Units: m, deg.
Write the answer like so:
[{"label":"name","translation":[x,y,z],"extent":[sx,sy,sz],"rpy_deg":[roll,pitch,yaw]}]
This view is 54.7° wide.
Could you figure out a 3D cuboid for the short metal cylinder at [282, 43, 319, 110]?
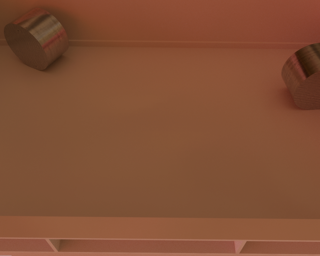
[{"label":"short metal cylinder","translation":[0.219,-0.071,0.432],"extent":[0.081,0.080,0.050],"rpy_deg":[-4,50,-4]}]

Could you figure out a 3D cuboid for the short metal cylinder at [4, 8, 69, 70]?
[{"label":"short metal cylinder","translation":[-0.191,-0.138,0.483],"extent":[0.080,0.080,0.050],"rpy_deg":[22,54,17]}]
